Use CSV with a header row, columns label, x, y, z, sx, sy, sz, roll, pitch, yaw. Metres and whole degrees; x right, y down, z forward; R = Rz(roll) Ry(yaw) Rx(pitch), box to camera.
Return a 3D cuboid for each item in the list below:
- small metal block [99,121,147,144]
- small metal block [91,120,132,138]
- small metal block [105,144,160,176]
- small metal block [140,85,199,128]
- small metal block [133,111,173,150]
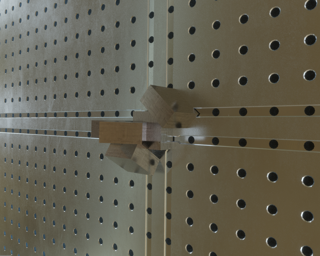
label,x,y,z,sx,sy,sz,roll,pitch,yaw
small metal block,-0.044,0.005,0.385,0.050,0.050,0.025,2,92,3
small metal block,-0.063,0.002,0.445,0.050,0.050,0.025,2,92,40
small metal block,-0.037,0.040,0.422,0.050,0.050,0.025,2,60,40
small metal block,0.012,-0.026,0.384,0.050,0.050,0.025,51,119,28
small metal block,-0.010,0.003,0.419,0.050,0.025,0.050,2,91,39
